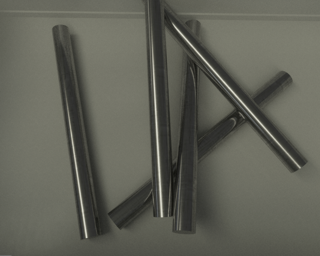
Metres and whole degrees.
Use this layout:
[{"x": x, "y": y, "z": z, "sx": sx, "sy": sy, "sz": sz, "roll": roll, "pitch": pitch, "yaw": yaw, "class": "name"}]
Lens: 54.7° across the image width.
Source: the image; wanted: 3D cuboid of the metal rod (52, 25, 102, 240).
[{"x": -0.114, "y": -0.009, "z": 0.411, "sx": 0.025, "sy": 0.025, "sz": 0.299, "roll": -12, "pitch": 70, "yaw": -5, "class": "metal rod"}]

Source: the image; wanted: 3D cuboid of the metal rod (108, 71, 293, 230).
[{"x": 0.061, "y": 0.021, "z": 0.402, "sx": 0.301, "sy": 0.025, "sz": 0.025, "roll": -38, "pitch": 75, "yaw": -13, "class": "metal rod"}]

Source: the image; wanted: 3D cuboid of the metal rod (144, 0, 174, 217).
[{"x": -0.002, "y": -0.047, "z": 0.379, "sx": 0.025, "sy": 0.025, "sz": 0.299, "roll": -3, "pitch": 80, "yaw": -1, "class": "metal rod"}]

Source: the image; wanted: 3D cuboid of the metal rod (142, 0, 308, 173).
[{"x": 0.076, "y": -0.068, "z": 0.402, "sx": 0.025, "sy": 0.025, "sz": 0.300, "roll": -36, "pitch": 78, "yaw": -12, "class": "metal rod"}]

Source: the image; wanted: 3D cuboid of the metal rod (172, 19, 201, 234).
[{"x": 0.037, "y": -0.022, "z": 0.398, "sx": 0.025, "sy": 0.025, "sz": 0.299, "roll": 4, "pitch": 63, "yaw": 1, "class": "metal rod"}]
